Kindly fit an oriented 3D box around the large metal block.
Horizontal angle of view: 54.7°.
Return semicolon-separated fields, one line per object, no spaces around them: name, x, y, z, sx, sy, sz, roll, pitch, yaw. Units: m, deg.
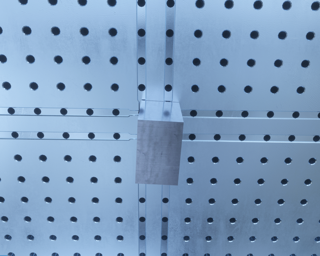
large metal block;-0.002;0.016;0.389;0.050;0.080;0.079;3;110;-2
